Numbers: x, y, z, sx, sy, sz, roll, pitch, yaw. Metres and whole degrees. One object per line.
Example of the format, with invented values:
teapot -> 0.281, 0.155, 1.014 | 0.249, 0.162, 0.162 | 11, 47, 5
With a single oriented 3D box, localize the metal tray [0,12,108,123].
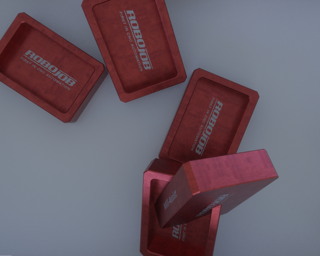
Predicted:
metal tray -> -0.147, -0.077, 0.406 | 0.130, 0.030, 0.090 | 33, 90, -1

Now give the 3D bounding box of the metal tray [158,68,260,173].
metal tray -> 0.063, -0.002, 0.409 | 0.090, 0.030, 0.129 | 22, 90, -1

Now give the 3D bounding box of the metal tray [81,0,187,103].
metal tray -> -0.028, -0.106, 0.381 | 0.090, 0.030, 0.129 | -20, 116, 0

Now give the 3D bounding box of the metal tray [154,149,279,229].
metal tray -> 0.053, 0.070, 0.334 | 0.091, 0.129, 0.030 | -7, 61, -19

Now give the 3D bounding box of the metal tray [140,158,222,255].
metal tray -> 0.025, 0.107, 0.373 | 0.090, 0.030, 0.129 | 10, 115, 14
